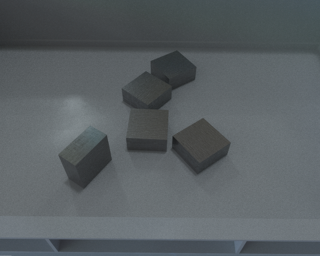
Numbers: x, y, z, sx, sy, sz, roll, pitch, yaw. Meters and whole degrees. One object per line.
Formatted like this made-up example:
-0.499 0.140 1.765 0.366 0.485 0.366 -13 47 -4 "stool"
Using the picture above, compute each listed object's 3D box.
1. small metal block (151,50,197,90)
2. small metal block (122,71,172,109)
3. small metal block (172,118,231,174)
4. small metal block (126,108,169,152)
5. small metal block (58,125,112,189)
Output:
0.020 -0.090 0.481 0.050 0.025 0.050 -27 55 -21 "small metal block"
-0.019 -0.050 0.447 0.050 0.025 0.050 34 57 25 "small metal block"
0.051 0.022 0.388 0.050 0.025 0.050 -30 56 -23 "small metal block"
-0.015 0.002 0.403 0.050 0.025 0.050 3 50 2 "small metal block"
-0.085 0.034 0.359 0.025 0.050 0.050 28 55 21 "small metal block"
